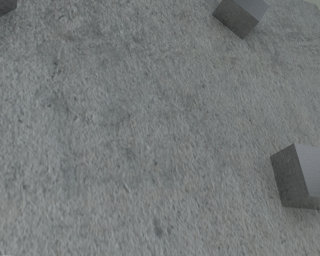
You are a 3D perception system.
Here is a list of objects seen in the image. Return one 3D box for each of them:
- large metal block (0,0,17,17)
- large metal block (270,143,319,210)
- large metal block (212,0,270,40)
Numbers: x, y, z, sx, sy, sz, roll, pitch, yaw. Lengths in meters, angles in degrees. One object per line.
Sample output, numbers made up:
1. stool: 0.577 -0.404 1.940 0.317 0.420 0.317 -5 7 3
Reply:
1. large metal block: -0.231 -0.171 0.368 0.080 0.050 0.080 38 51 -3
2. large metal block: 0.223 0.075 0.465 0.081 0.050 0.080 11 57 -23
3. large metal block: 0.163 -0.238 0.624 0.080 0.050 0.080 39 51 -3
